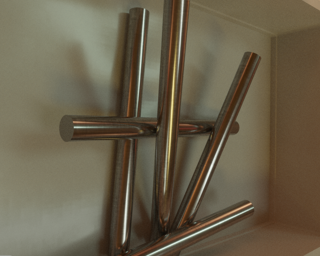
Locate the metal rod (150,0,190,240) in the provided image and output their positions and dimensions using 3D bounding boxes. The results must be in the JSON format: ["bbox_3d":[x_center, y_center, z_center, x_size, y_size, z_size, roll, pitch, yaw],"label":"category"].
[{"bbox_3d":[0.008,0.015,0.352,0.025,0.025,0.298,-15,119,-39],"label":"metal rod"}]

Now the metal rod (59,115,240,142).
[{"bbox_3d":[0.016,0.000,0.395,0.302,0.025,0.025,0,90,-47],"label":"metal rod"}]

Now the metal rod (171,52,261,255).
[{"bbox_3d":[0.072,0.034,0.430,0.025,0.025,0.299,27,85,-37],"label":"metal rod"}]

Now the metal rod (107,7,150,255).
[{"bbox_3d":[-0.037,0.004,0.374,0.025,0.025,0.298,8,85,-40],"label":"metal rod"}]

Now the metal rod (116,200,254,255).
[{"bbox_3d":[0.009,0.142,0.375,0.303,0.025,0.025,-11,97,-35],"label":"metal rod"}]
